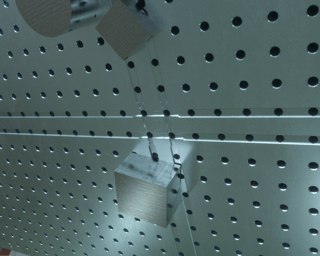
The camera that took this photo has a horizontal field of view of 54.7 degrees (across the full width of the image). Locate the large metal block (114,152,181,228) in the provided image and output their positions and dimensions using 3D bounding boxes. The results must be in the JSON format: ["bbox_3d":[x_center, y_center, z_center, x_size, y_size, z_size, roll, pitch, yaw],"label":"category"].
[{"bbox_3d":[-0.017,0.091,0.461,0.080,0.050,0.079,13,124,21],"label":"large metal block"}]

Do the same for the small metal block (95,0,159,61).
[{"bbox_3d":[-0.039,-0.116,0.360,0.050,0.025,0.050,49,129,-7],"label":"small metal block"}]

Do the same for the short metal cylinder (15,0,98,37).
[{"bbox_3d":[-0.121,-0.153,0.364,0.080,0.050,0.079,13,124,21],"label":"short metal cylinder"}]
